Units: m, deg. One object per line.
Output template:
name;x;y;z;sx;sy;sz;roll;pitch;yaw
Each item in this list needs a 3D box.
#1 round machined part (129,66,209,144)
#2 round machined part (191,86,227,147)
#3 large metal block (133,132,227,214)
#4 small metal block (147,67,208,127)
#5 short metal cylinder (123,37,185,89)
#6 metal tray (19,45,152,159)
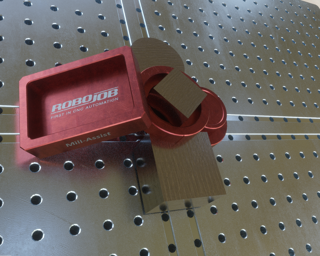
round machined part;0.008;-0.024;0.379;0.099;0.042;0.098;14;56;-21
round machined part;0.054;-0.020;0.436;0.099;0.042;0.098;14;56;-21
large metal block;0.021;0.051;0.368;0.081;0.050;0.080;1;62;-28
small metal block;0.019;-0.036;0.361;0.050;0.025;0.050;41;51;0
short metal cylinder;-0.013;-0.078;0.432;0.081;0.050;0.080;14;56;-21
metal tray;-0.082;-0.028;0.331;0.131;0.030;0.090;-16;65;5
